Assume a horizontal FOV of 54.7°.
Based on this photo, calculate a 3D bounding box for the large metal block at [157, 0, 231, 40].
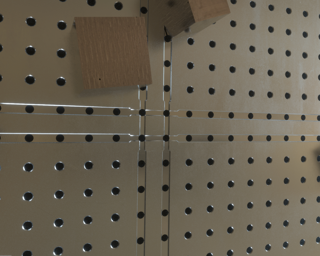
[{"bbox_3d":[0.036,-0.168,0.398,0.050,0.080,0.080,-21,98,-19],"label":"large metal block"}]

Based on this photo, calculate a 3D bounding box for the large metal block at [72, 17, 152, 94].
[{"bbox_3d":[-0.060,-0.087,0.378,0.081,0.050,0.079,-8,93,-20],"label":"large metal block"}]
